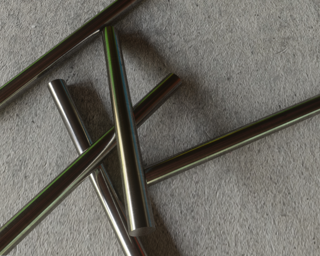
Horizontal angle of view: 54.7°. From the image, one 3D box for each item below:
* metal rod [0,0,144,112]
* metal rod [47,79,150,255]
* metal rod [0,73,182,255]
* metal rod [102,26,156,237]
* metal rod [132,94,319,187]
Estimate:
[{"bbox_3d":[-0.139,-0.111,0.447,0.025,0.025,0.301,43,75,14],"label":"metal rod"},{"bbox_3d":[-0.073,0.064,0.384,0.025,0.025,0.299,-27,72,-9],"label":"metal rod"},{"bbox_3d":[-0.075,0.031,0.370,0.025,0.025,0.301,39,65,13],"label":"metal rod"},{"bbox_3d":[-0.045,-0.022,0.374,0.025,0.025,0.299,-11,55,-4],"label":"metal rod"},{"bbox_3d":[0.103,0.013,0.403,0.302,0.025,0.025,-22,72,-8],"label":"metal rod"}]
